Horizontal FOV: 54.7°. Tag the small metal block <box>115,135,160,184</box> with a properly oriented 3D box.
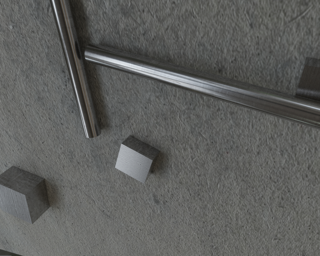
[{"bbox_3d":[-0.033,0.046,0.451,0.050,0.025,0.050,27,128,10],"label":"small metal block"}]

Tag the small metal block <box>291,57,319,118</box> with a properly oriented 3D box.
[{"bbox_3d":[0.160,-0.037,0.300,0.050,0.025,0.050,15,125,19],"label":"small metal block"}]

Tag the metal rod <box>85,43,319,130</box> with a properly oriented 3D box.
[{"bbox_3d":[0.043,-0.049,0.333,0.301,0.025,0.025,20,126,23],"label":"metal rod"}]

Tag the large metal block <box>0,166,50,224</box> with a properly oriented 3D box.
[{"bbox_3d":[-0.272,0.132,0.612,0.080,0.050,0.079,16,125,18],"label":"large metal block"}]

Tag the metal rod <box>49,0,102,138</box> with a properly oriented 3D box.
[{"bbox_3d":[-0.116,-0.121,0.391,0.025,0.025,0.298,7,122,24],"label":"metal rod"}]
